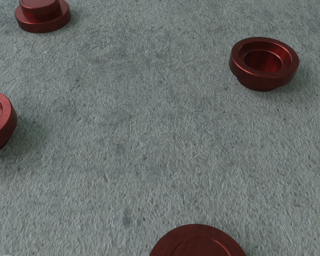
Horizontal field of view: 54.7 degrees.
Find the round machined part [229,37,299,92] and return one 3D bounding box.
[{"bbox_3d":[0.154,-0.093,0.471,0.099,0.042,0.098,0,50,0],"label":"round machined part"}]

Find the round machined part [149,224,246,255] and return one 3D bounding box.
[{"bbox_3d":[0.036,0.133,0.280,0.099,0.042,0.098,0,50,0],"label":"round machined part"}]

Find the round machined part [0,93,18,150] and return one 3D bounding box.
[{"bbox_3d":[-0.231,0.000,0.390,0.099,0.042,0.098,0,50,0],"label":"round machined part"}]

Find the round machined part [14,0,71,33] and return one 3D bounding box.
[{"bbox_3d":[-0.220,-0.222,0.577,0.099,0.042,0.098,0,50,0],"label":"round machined part"}]
